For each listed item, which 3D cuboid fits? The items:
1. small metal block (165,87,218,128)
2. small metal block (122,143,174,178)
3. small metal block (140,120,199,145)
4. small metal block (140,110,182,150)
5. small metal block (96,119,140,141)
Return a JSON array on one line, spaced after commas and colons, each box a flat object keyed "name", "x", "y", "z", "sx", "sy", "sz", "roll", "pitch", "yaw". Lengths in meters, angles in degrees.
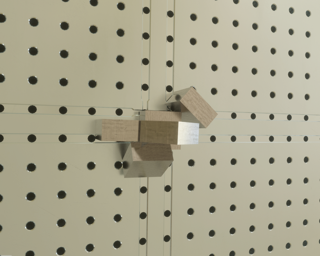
[{"name": "small metal block", "x": 0.041, "y": -0.026, "z": 0.414, "sx": 0.050, "sy": 0.050, "sz": 0.025, "roll": 45, "pitch": 76, "yaw": -15}, {"name": "small metal block", "x": -0.017, "y": 0.041, "z": 0.390, "sx": 0.050, "sy": 0.050, "sz": 0.025, "roll": 1, "pitch": 58, "yaw": -20}, {"name": "small metal block", "x": 0.012, "y": 0.005, "z": 0.366, "sx": 0.050, "sy": 0.050, "sz": 0.025, "roll": 3, "pitch": 89, "yaw": -57}, {"name": "small metal block", "x": 0.000, "y": 0.003, "z": 0.412, "sx": 0.050, "sy": 0.025, "sz": 0.050, "roll": 2, "pitch": 89, "yaw": -21}, {"name": "small metal block", "x": -0.050, "y": 0.003, "z": 0.380, "sx": 0.050, "sy": 0.050, "sz": 0.025, "roll": 2, "pitch": 90, "yaw": -19}]
